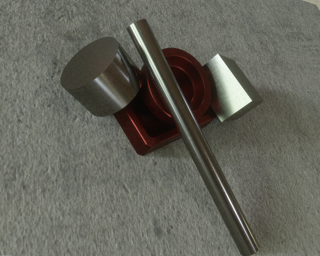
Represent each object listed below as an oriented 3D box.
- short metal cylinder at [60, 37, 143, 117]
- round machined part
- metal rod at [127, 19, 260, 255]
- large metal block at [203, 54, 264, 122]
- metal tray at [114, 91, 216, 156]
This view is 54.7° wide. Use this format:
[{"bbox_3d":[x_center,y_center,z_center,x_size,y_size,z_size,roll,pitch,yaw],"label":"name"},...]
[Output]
[{"bbox_3d":[-0.068,-0.060,0.363,0.050,0.080,0.080,50,39,-42],"label":"short metal cylinder"},{"bbox_3d":[0.016,-0.051,0.404,0.099,0.042,0.098,10,72,-31],"label":"round machined part"},{"bbox_3d":[0.041,0.015,0.364,0.025,0.025,0.299,-31,96,-38],"label":"metal rod"},{"bbox_3d":[0.102,-0.058,0.460,0.080,0.050,0.080,58,27,13],"label":"large metal block"},{"bbox_3d":[0.006,-0.027,0.423,0.131,0.030,0.090,-23,74,-36],"label":"metal tray"}]
